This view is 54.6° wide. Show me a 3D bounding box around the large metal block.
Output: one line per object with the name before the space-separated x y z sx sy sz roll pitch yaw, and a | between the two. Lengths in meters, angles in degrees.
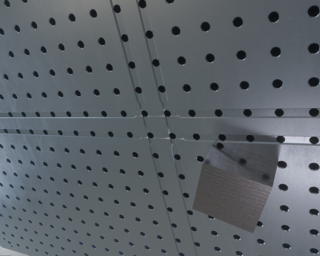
large metal block | 0.093 0.073 0.392 0.080 0.050 0.079 19 126 17
